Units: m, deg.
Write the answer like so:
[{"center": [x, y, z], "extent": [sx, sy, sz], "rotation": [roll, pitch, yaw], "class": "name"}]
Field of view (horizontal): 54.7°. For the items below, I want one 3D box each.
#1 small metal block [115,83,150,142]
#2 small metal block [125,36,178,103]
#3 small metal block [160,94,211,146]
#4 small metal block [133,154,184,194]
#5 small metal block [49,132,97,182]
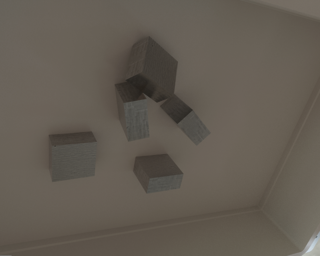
[{"center": [-0.033, -0.020, 0.360], "extent": [0.025, 0.050, 0.050], "rotation": [-12, 124, -14], "class": "small metal block"}, {"center": [-0.008, -0.064, 0.346], "extent": [0.025, 0.050, 0.050], "rotation": [-18, 143, 39], "class": "small metal block"}, {"center": [0.033, -0.011, 0.403], "extent": [0.025, 0.050, 0.050], "rotation": [-43, 129, 1], "class": "small metal block"}, {"center": [-0.003, 0.062, 0.429], "extent": [0.050, 0.050, 0.025], "rotation": [-3, 120, -27], "class": "small metal block"}, {"center": [-0.105, 0.034, 0.372], "extent": [0.050, 0.025, 0.050], "rotation": [-5, 121, -26], "class": "small metal block"}]
